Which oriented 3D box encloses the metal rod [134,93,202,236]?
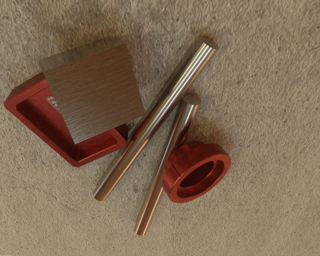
[{"bbox_3d":[0.002,0.075,0.470,0.025,0.025,0.298,11,129,-10],"label":"metal rod"}]

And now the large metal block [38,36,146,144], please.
[{"bbox_3d":[-0.070,-0.042,0.326,0.081,0.050,0.080,-24,121,-15],"label":"large metal block"}]

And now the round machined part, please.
[{"bbox_3d":[0.045,0.056,0.427,0.099,0.042,0.097,-23,142,-19],"label":"round machined part"}]

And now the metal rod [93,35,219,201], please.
[{"bbox_3d":[-0.022,0.008,0.413,0.025,0.025,0.298,23,126,-19],"label":"metal rod"}]

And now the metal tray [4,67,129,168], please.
[{"bbox_3d":[-0.112,-0.012,0.392,0.090,0.030,0.130,-25,126,19],"label":"metal tray"}]
